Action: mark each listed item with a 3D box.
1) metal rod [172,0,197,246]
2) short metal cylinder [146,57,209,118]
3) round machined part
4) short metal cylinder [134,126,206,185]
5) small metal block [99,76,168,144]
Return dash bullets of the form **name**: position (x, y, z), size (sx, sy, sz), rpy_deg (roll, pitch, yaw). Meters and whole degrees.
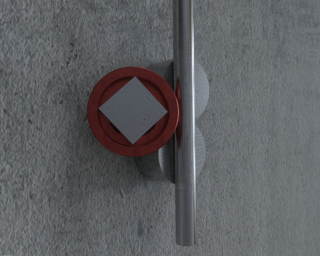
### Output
- **metal rod**: position (0.029, -0.014, 0.366), size (0.025, 0.025, 0.298), rpy_deg (-1, 91, -40)
- **short metal cylinder**: position (0.019, -0.050, 0.406), size (0.081, 0.050, 0.079), rpy_deg (0, 90, -40)
- **round machined part**: position (-0.031, -0.017, 0.352), size (0.099, 0.042, 0.097), rpy_deg (0, 88, -11)
- **short metal cylinder**: position (0.013, 0.031, 0.400), size (0.081, 0.050, 0.080), rpy_deg (1, 89, -40)
- **small metal block**: position (-0.029, -0.018, 0.329), size (0.050, 0.025, 0.050), rpy_deg (-44, 96, -10)
